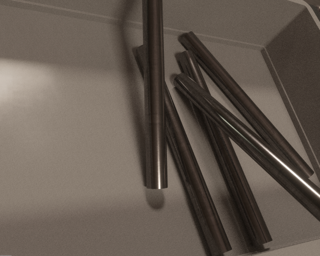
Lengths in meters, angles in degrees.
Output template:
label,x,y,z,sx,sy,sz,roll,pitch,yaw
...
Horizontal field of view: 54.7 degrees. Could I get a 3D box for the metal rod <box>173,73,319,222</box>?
label,x,y,z,sx,sy,sz,roll,pitch,yaw
metal rod,0.107,0.015,0.377,0.025,0.025,0.300,-10,42,-33

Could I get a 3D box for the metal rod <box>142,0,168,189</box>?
label,x,y,z,sx,sy,sz,roll,pitch,yaw
metal rod,-0.007,-0.078,0.375,0.025,0.025,0.298,0,86,-28

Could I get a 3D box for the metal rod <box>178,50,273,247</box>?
label,x,y,z,sx,sy,sz,roll,pitch,yaw
metal rod,0.085,0.014,0.445,0.025,0.025,0.299,-5,64,-31

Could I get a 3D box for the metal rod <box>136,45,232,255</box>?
label,x,y,z,sx,sy,sz,roll,pitch,yaw
metal rod,0.024,0.013,0.411,0.025,0.025,0.299,-6,65,-31

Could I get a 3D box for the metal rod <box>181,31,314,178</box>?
label,x,y,z,sx,sy,sz,roll,pitch,yaw
metal rod,0.138,-0.040,0.506,0.025,0.025,0.300,-33,80,-38
